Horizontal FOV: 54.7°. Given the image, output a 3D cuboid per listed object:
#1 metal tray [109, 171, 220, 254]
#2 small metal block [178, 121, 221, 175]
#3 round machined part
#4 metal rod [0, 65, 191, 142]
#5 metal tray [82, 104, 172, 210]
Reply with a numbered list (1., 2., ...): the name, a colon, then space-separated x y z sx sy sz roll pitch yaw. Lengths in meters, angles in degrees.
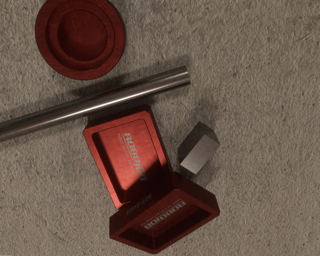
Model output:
1. metal tray: 0.004 0.121 0.426 0.130 0.030 0.090 -40 124 23
2. small metal block: 0.050 0.025 0.406 0.025 0.050 0.050 34 106 -12
3. round machined part: -0.088 -0.108 0.360 0.099 0.042 0.097 0 110 -1
4. metal rod: -0.109 -0.024 0.399 0.301 0.025 0.025 -16 110 5
5. metal tray: -0.037 0.042 0.421 0.090 0.030 0.129 -17 110 5
